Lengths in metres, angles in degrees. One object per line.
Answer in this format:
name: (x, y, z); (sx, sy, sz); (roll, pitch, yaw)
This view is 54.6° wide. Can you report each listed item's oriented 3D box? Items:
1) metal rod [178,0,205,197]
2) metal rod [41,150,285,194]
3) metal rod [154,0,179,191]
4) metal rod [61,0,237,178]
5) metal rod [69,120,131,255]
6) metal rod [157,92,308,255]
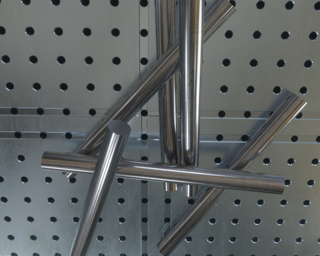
metal rod: (0.035, -0.030, 0.360); (0.025, 0.025, 0.298); (-3, 126, 1)
metal rod: (0.003, 0.056, 0.394); (0.302, 0.025, 0.025); (6, 110, 1)
metal rod: (0.010, -0.056, 0.392); (0.025, 0.025, 0.298); (-2, 110, 1)
metal rod: (-0.029, -0.036, 0.379); (0.025, 0.025, 0.299); (41, 113, -14)
metal rod: (-0.091, 0.111, 0.410); (0.025, 0.025, 0.298); (19, 125, -7)
metal rod: (0.093, 0.075, 0.441); (0.025, 0.025, 0.299); (34, 106, -12)
